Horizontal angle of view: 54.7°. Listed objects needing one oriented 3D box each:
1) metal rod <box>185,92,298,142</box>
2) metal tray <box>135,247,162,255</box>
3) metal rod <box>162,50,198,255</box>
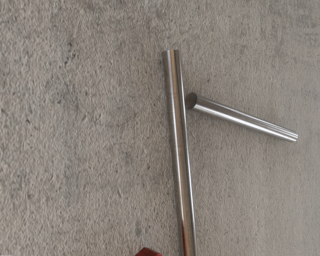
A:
[{"bbox_3d":[0.157,-0.011,0.539,0.302,0.025,0.025,14,81,-39],"label":"metal rod"},{"bbox_3d":[-0.018,0.231,0.388,0.091,0.030,0.129,-33,110,-35],"label":"metal tray"},{"bbox_3d":[0.029,0.044,0.431,0.025,0.025,0.298,-9,96,-40],"label":"metal rod"}]
